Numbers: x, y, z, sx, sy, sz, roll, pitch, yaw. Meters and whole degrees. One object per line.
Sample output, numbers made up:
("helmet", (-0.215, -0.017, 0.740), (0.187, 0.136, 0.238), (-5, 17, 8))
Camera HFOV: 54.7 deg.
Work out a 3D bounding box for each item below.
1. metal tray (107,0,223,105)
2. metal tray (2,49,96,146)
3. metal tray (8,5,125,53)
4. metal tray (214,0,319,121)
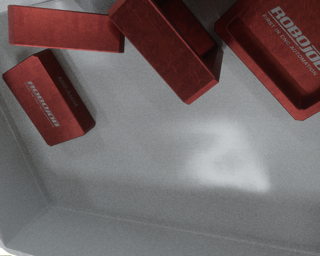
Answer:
("metal tray", (0.015, -0.082, 0.276), (0.030, 0.130, 0.090), (-38, 101, 25))
("metal tray", (-0.166, -0.041, 0.465), (0.090, 0.030, 0.130), (-17, 110, 34))
("metal tray", (-0.087, -0.095, 0.307), (0.091, 0.130, 0.030), (1, 105, -14))
("metal tray", (0.127, -0.080, 0.288), (0.130, 0.030, 0.090), (46, 129, -5))
